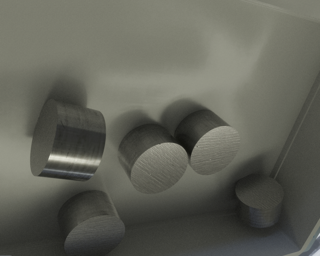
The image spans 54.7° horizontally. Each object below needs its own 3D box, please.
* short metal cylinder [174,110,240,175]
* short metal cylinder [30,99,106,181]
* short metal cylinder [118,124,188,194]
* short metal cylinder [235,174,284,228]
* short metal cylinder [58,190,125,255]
[{"bbox_3d":[0.066,0.020,0.443,0.081,0.050,0.079,-14,125,-21],"label":"short metal cylinder"},{"bbox_3d":[-0.099,0.014,0.329,0.050,0.080,0.080,14,111,-35],"label":"short metal cylinder"},{"bbox_3d":[-0.010,0.041,0.414,0.081,0.050,0.079,-14,125,-21],"label":"short metal cylinder"},{"bbox_3d":[0.176,0.129,0.552,0.081,0.080,0.050,-21,127,-17],"label":"short metal cylinder"},{"bbox_3d":[-0.094,0.133,0.424,0.081,0.050,0.079,-14,125,-21],"label":"short metal cylinder"}]
